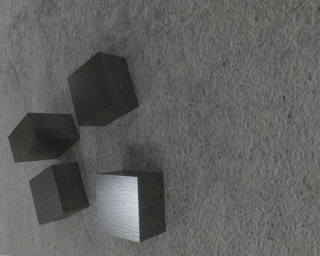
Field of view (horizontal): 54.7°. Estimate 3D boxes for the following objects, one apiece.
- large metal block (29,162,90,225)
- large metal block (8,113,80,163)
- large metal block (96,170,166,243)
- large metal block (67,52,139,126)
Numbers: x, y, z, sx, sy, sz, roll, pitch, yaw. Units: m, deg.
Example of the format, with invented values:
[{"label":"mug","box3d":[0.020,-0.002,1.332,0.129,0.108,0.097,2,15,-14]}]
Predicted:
[{"label":"large metal block","box3d":[-0.175,0.113,0.533,0.080,0.050,0.080,-32,71,35]},{"label":"large metal block","box3d":[-0.200,0.017,0.535,0.080,0.081,0.050,-37,68,34]},{"label":"large metal block","box3d":[-0.041,0.102,0.423,0.080,0.050,0.080,-4,88,40]},{"label":"large metal block","box3d":[-0.086,-0.054,0.460,0.080,0.050,0.080,-26,74,37]}]
